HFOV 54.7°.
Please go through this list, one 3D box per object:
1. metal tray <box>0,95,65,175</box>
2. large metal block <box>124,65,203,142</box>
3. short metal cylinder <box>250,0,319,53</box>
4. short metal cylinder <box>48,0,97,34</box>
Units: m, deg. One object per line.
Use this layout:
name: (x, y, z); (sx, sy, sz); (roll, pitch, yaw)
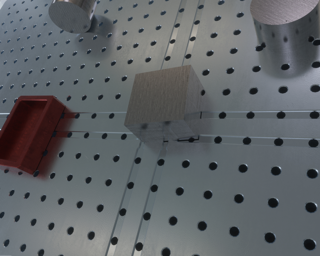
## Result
metal tray: (-0.224, 0.008, 0.518); (0.090, 0.030, 0.130); (3, 63, 29)
large metal block: (0.007, -0.030, 0.407); (0.080, 0.050, 0.080); (-5, 60, 26)
short metal cylinder: (0.161, -0.144, 0.396); (0.080, 0.050, 0.080); (-13, 56, 21)
short metal cylinder: (-0.169, -0.232, 0.604); (0.080, 0.080, 0.050); (-5, 59, 25)
